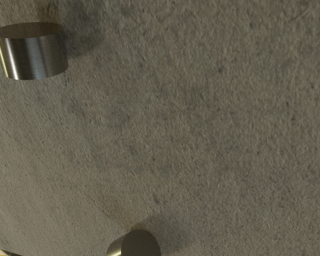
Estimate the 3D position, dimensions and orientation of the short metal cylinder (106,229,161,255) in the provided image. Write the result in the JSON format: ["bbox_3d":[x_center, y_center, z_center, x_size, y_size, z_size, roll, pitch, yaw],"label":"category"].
[{"bbox_3d":[-0.045,0.221,0.530,0.080,0.080,0.050,46,129,-4],"label":"short metal cylinder"}]

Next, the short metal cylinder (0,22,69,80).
[{"bbox_3d":[-0.161,-0.100,0.392,0.080,0.080,0.050,13,124,20],"label":"short metal cylinder"}]
